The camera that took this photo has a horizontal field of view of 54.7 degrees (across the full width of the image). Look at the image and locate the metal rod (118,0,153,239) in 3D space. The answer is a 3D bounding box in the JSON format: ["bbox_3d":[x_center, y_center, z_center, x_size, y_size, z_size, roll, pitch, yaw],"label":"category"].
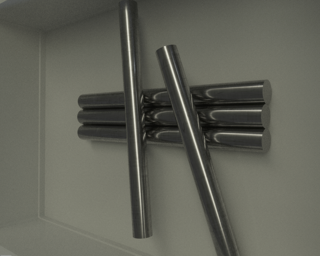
[{"bbox_3d":[-0.032,-0.014,0.396,0.025,0.025,0.298,-7,86,39],"label":"metal rod"}]

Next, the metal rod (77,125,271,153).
[{"bbox_3d":[-0.008,0.010,0.410,0.300,0.025,0.025,1,91,39],"label":"metal rod"}]

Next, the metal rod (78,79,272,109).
[{"bbox_3d":[-0.007,-0.040,0.409,0.300,0.025,0.025,1,91,39],"label":"metal rod"}]

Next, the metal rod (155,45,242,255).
[{"bbox_3d":[0.049,0.054,0.337,0.025,0.025,0.298,-20,84,38],"label":"metal rod"}]

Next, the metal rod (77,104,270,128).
[{"bbox_3d":[-0.008,-0.015,0.410,0.300,0.025,0.025,1,91,39],"label":"metal rod"}]
